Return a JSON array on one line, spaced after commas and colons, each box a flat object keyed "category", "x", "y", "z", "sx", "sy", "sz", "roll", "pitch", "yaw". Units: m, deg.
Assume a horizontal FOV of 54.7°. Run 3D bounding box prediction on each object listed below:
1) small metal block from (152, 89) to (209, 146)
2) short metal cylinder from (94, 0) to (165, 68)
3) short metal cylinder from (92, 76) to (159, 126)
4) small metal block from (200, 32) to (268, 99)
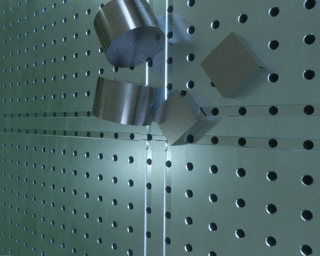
[{"category": "small metal block", "x": 0.024, "y": -0.013, "z": 0.389, "sx": 0.050, "sy": 0.025, "sz": 0.050, "roll": -45, "pitch": 63, "yaw": 30}, {"category": "short metal cylinder", "x": -0.040, "y": -0.124, "z": 0.407, "sx": 0.080, "sy": 0.081, "sz": 0.050, "roll": -37, "pitch": 67, "yaw": 34}, {"category": "short metal cylinder", "x": -0.046, "y": -0.037, "z": 0.412, "sx": 0.080, "sy": 0.081, "sz": 0.050, "roll": 19, "pitch": 102, "yaw": 38}, {"category": "small metal block", "x": 0.081, "y": -0.068, "z": 0.343, "sx": 0.050, "sy": 0.025, "sz": 0.050, "roll": -43, "pitch": 64, "yaw": 31}]
